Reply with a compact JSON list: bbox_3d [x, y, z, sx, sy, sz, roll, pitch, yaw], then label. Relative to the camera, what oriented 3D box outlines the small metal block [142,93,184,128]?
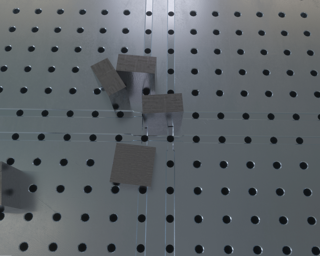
[{"bbox_3d":[0.003,-0.022,0.407,0.050,0.050,0.025,-3,70,-1],"label":"small metal block"}]

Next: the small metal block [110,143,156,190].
[{"bbox_3d":[-0.033,0.049,0.394,0.050,0.025,0.050,7,70,2],"label":"small metal block"}]

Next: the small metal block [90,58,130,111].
[{"bbox_3d":[-0.066,-0.058,0.419,0.025,0.050,0.050,-30,73,-10],"label":"small metal block"}]

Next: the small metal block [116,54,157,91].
[{"bbox_3d":[-0.031,-0.075,0.426,0.050,0.050,0.025,5,70,1],"label":"small metal block"}]

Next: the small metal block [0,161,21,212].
[{"bbox_3d":[-0.191,0.072,0.371,0.025,0.050,0.050,-9,70,-3],"label":"small metal block"}]
